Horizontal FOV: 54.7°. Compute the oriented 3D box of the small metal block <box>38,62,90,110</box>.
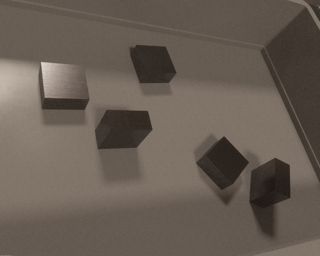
[{"bbox_3d":[-0.117,-0.050,0.374,0.050,0.025,0.050,-1,62,-29],"label":"small metal block"}]

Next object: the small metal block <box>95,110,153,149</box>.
[{"bbox_3d":[-0.044,0.003,0.366,0.050,0.050,0.025,0,62,-29],"label":"small metal block"}]

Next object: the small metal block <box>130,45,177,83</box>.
[{"bbox_3d":[-0.010,-0.094,0.459,0.050,0.025,0.050,-6,65,-31],"label":"small metal block"}]

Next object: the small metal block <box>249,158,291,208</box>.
[{"bbox_3d":[0.151,0.076,0.427,0.025,0.050,0.050,26,52,-13],"label":"small metal block"}]

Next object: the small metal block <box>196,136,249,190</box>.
[{"bbox_3d":[0.086,0.048,0.425,0.050,0.025,0.050,47,51,4],"label":"small metal block"}]
